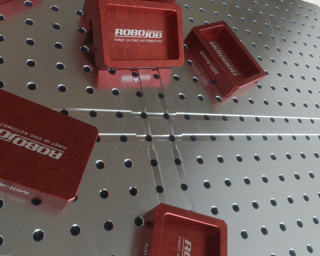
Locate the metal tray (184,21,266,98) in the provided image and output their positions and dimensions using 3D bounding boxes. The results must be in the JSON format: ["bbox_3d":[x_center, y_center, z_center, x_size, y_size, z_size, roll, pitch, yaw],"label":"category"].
[{"bbox_3d":[0.114,-0.123,0.540,0.091,0.030,0.130,-25,75,-37],"label":"metal tray"}]

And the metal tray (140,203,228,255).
[{"bbox_3d":[0.024,0.154,0.323,0.090,0.030,0.130,20,54,-16],"label":"metal tray"}]

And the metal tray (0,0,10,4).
[{"bbox_3d":[-0.234,-0.233,0.420,0.130,0.030,0.090,43,51,1],"label":"metal tray"}]

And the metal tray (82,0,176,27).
[{"bbox_3d":[-0.040,-0.193,0.462,0.131,0.090,0.030,-12,68,-33],"label":"metal tray"}]

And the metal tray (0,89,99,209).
[{"bbox_3d":[-0.139,0.018,0.319,0.131,0.030,0.090,23,53,-14],"label":"metal tray"}]

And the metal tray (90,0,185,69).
[{"bbox_3d":[-0.028,-0.132,0.441,0.131,0.030,0.089,-8,99,-32],"label":"metal tray"}]
